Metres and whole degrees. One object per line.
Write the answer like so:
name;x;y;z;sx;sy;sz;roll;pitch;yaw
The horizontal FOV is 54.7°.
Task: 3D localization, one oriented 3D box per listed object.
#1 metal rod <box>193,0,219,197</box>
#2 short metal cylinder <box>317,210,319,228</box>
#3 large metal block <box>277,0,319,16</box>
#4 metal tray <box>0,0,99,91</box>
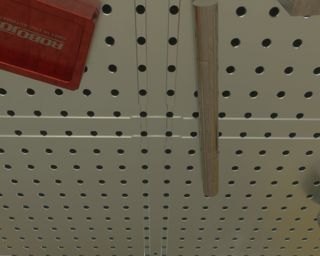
metal rod;0.063;-0.012;0.401;0.025;0.025;0.298;-6;130;4
short metal cylinder;0.310;0.150;0.507;0.081;0.080;0.050;9;130;-8
large metal block;0.128;-0.146;0.252;0.050;0.080;0.079;-2;130;2
metal tray;-0.139;-0.099;0.322;0.131;0.030;0.089;16;128;-14
